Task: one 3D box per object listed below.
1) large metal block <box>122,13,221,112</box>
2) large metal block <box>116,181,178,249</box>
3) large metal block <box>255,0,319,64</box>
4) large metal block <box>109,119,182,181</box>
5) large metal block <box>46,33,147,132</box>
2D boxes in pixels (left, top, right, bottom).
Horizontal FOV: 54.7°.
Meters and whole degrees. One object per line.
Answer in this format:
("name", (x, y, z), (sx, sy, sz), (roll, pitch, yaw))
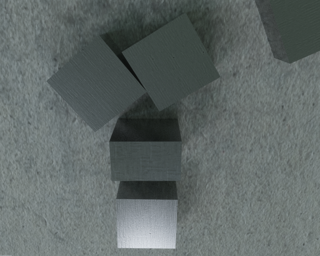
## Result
("large metal block", (0.013, -0.079, 0.368), (0.080, 0.050, 0.080), (-29, 108, 10))
("large metal block", (-0.018, 0.122, 0.441), (0.081, 0.050, 0.079), (1, 110, -1))
("large metal block", (0.164, -0.130, 0.351), (0.080, 0.050, 0.080), (-24, 109, 8))
("large metal block", (-0.016, 0.024, 0.389), (0.081, 0.080, 0.050), (0, 110, -1))
("large metal block", (-0.072, -0.056, 0.375), (0.080, 0.050, 0.080), (-37, 106, 12))
